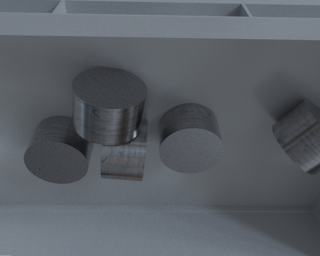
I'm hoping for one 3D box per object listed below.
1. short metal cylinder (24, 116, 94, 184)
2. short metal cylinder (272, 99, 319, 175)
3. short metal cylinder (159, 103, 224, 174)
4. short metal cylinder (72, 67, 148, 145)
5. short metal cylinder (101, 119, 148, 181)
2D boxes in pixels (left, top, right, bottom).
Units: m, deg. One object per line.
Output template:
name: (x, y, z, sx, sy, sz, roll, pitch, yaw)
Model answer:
short metal cylinder: (-0.133, 0.030, 0.416, 0.081, 0.050, 0.079, 0, 130, 0)
short metal cylinder: (0.188, 0.011, 0.385, 0.080, 0.080, 0.050, 29, 124, -23)
short metal cylinder: (0.039, 0.014, 0.406, 0.081, 0.050, 0.079, 0, 130, 0)
short metal cylinder: (-0.058, -0.026, 0.350, 0.081, 0.080, 0.050, 7, 130, -7)
short metal cylinder: (-0.045, 0.026, 0.395, 0.050, 0.080, 0.079, 5, 130, -5)
